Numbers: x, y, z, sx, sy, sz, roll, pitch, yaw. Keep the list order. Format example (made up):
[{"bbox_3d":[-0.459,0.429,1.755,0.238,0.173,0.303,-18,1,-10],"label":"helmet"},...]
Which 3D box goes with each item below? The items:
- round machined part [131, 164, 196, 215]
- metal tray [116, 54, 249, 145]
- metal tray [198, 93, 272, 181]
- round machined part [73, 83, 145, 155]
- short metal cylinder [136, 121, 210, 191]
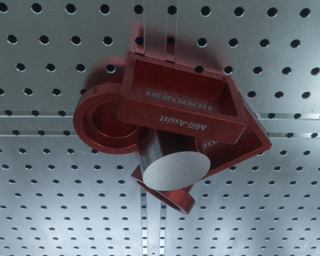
[{"bbox_3d":[0.010,0.080,0.446,0.098,0.042,0.098,31,164,11],"label":"round machined part"},{"bbox_3d":[0.023,-0.034,0.340,0.131,0.090,0.030,12,129,-11],"label":"metal tray"},{"bbox_3d":[0.072,0.019,0.425,0.130,0.030,0.090,-29,125,22],"label":"metal tray"},{"bbox_3d":[-0.054,-0.015,0.387,0.099,0.042,0.097,-1,130,0],"label":"round machined part"},{"bbox_3d":[0.015,0.033,0.375,0.081,0.050,0.080,-9,140,-8],"label":"short metal cylinder"}]
